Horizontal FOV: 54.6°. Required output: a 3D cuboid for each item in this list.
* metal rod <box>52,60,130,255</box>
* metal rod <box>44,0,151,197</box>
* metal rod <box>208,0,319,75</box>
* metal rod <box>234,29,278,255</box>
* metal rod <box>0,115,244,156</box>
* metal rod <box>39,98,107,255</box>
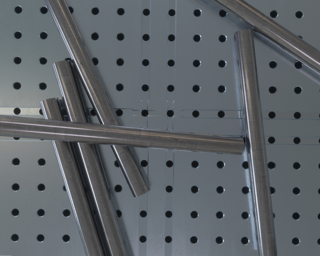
[{"bbox_3d":[-0.088,0.057,0.412,0.025,0.025,0.299,-17,90,0],"label":"metal rod"},{"bbox_3d":[-0.085,-0.050,0.412,0.025,0.025,0.299,-24,90,0],"label":"metal rod"},{"bbox_3d":[0.124,-0.146,0.413,0.301,0.025,0.025,34,90,0],"label":"metal rod"},{"bbox_3d":[0.127,0.020,0.414,0.025,0.025,0.298,-6,90,0],"label":"metal rod"},{"bbox_3d":[-0.041,0.011,0.389,0.302,0.025,0.025,5,90,-10],"label":"metal rod"},{"bbox_3d":[-0.104,0.106,0.412,0.025,0.025,0.299,-17,90,0],"label":"metal rod"}]
